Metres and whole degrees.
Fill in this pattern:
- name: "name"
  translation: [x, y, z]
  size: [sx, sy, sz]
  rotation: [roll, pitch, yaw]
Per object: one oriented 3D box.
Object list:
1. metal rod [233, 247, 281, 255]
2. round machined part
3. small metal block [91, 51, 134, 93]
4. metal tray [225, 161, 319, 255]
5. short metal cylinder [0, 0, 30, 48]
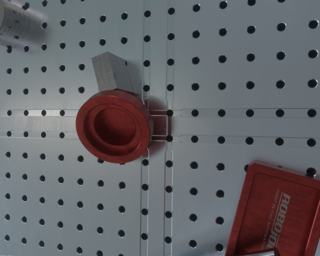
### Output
- name: "metal rod"
  translation: [0.002, 0.195, 0.390]
  size: [0.300, 0.025, 0.025]
  rotation: [-25, 82, 26]
- name: "round machined part"
  translation: [-0.057, -0.005, 0.410]
  size: [0.098, 0.042, 0.097]
  rotation: [5, 118, 9]
- name: "small metal block"
  translation: [-0.064, -0.071, 0.421]
  size: [0.025, 0.050, 0.050]
  rotation: [-17, 84, 19]
- name: "metal tray"
  translation: [0.135, 0.112, 0.362]
  size: [0.090, 0.030, 0.129]
  rotation: [15, 95, 19]
- name: "short metal cylinder"
  translation: [-0.257, -0.172, 0.490]
  size: [0.080, 0.050, 0.079]
  rotation: [0, 90, 20]
